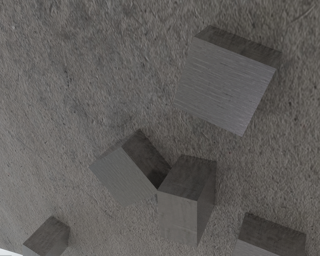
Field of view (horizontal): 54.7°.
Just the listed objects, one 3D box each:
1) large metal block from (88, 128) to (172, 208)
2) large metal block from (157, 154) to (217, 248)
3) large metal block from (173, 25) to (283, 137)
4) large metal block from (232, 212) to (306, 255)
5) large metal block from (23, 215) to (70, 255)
[{"bbox_3d":[-0.042,0.059,0.450,0.080,0.050,0.080,-32,101,38],"label":"large metal block"},{"bbox_3d":[0.038,0.094,0.409,0.050,0.080,0.079,10,123,23],"label":"large metal block"},{"bbox_3d":[0.069,-0.050,0.324,0.080,0.050,0.079,25,127,12],"label":"large metal block"},{"bbox_3d":[0.143,0.173,0.423,0.080,0.050,0.079,17,125,18],"label":"large metal block"},{"bbox_3d":[-0.238,0.247,0.650,0.050,0.080,0.079,27,128,11],"label":"large metal block"}]
